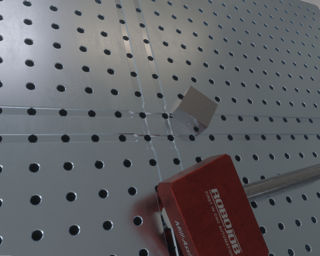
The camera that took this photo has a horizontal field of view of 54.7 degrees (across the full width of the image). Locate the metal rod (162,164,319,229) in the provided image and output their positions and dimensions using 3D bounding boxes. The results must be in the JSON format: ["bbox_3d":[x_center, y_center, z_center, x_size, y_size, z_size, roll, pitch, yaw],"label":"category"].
[{"bbox_3d":[0.137,0.086,0.429,0.303,0.025,0.025,-7,65,-31],"label":"metal rod"}]

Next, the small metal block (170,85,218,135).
[{"bbox_3d":[0.051,-0.026,0.451,0.050,0.025,0.050,35,51,-5],"label":"small metal block"}]

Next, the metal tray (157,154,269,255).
[{"bbox_3d":[0.062,0.105,0.348,0.091,0.030,0.129,-22,90,-32],"label":"metal tray"}]
